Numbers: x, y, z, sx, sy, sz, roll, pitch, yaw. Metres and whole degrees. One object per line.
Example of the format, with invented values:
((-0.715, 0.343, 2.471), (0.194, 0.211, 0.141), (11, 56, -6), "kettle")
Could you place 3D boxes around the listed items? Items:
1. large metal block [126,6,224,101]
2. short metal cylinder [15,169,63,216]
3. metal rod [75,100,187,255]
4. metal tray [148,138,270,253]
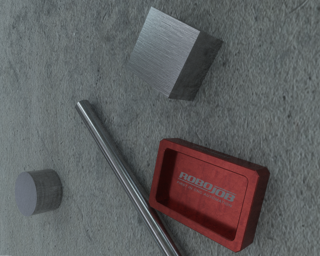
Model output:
((0.015, -0.088, 0.376), (0.080, 0.050, 0.079), (40, 114, 33), "large metal block")
((-0.226, 0.118, 0.575), (0.080, 0.050, 0.079), (0, 90, 40), "short metal cylinder")
((-0.048, 0.070, 0.444), (0.025, 0.025, 0.300), (-51, 60, 28), "metal rod")
((0.050, 0.071, 0.359), (0.130, 0.030, 0.089), (18, 101, 38), "metal tray")
